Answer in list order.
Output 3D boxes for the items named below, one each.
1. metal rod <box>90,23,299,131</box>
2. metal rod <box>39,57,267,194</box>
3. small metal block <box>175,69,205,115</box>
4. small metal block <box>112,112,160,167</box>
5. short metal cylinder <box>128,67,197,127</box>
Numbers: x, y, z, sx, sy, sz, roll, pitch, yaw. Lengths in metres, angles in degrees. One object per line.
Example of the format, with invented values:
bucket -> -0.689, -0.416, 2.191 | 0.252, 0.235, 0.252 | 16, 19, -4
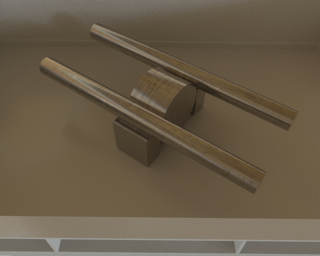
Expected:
metal rod -> 0.028, -0.075, 0.402 | 0.300, 0.025, 0.025 | 29, 56, 22
metal rod -> -0.026, -0.015, 0.352 | 0.300, 0.025, 0.025 | 29, 56, 22
small metal block -> 0.035, -0.053, 0.431 | 0.050, 0.050, 0.025 | 30, 56, 22
small metal block -> -0.028, 0.013, 0.376 | 0.050, 0.050, 0.025 | 30, 56, 22
short metal cylinder -> 0.004, -0.030, 0.393 | 0.050, 0.080, 0.080 | 30, 56, 22
